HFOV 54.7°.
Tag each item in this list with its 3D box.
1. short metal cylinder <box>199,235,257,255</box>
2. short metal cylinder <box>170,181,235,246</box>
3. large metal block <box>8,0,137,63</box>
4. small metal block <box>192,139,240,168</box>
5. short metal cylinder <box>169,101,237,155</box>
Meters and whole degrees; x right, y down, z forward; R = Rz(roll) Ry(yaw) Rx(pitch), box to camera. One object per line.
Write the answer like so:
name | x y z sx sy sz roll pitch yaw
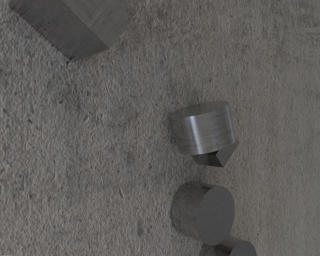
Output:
short metal cylinder | 0.105 0.208 0.477 0.081 0.050 0.079 0 90 -40
short metal cylinder | 0.061 0.119 0.440 0.081 0.050 0.079 0 90 -40
large metal block | -0.085 -0.115 0.298 0.080 0.080 0.050 43 64 -32
small metal block | 0.080 0.029 0.456 0.050 0.050 0.025 -49 120 -29
short metal cylinder | 0.058 -0.002 0.417 0.081 0.080 0.050 -24 105 -38
